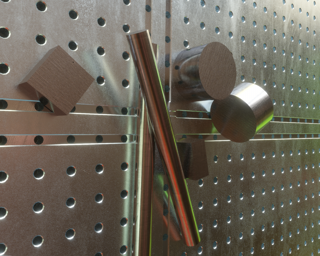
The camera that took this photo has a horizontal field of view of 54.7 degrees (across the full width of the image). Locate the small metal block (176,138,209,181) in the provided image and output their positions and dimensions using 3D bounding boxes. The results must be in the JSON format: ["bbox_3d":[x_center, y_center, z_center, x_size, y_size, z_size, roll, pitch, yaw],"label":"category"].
[{"bbox_3d":[0.037,0.041,0.424,0.025,0.050,0.050,-14,99,-39],"label":"small metal block"}]

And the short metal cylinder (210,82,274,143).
[{"bbox_3d":[0.126,-0.024,0.479,0.050,0.080,0.080,-32,110,-36],"label":"short metal cylinder"}]

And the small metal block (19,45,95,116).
[{"bbox_3d":[-0.105,-0.048,0.321,0.050,0.025,0.050,45,63,-31],"label":"small metal block"}]

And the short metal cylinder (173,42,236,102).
[{"bbox_3d":[0.065,-0.079,0.447,0.081,0.050,0.079,0,90,-40],"label":"short metal cylinder"}]

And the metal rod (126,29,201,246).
[{"bbox_3d":[0.011,0.030,0.391,0.025,0.025,0.298,-32,119,-35],"label":"metal rod"}]

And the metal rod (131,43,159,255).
[{"bbox_3d":[-0.019,0.043,0.392,0.025,0.025,0.298,3,88,-40],"label":"metal rod"}]
